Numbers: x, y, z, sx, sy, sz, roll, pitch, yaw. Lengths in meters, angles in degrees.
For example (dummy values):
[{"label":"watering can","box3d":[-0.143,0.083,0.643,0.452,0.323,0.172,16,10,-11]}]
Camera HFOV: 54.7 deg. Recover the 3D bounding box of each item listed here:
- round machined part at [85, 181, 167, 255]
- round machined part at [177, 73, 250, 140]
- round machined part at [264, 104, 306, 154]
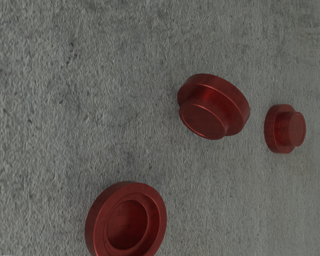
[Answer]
[{"label":"round machined part","box3d":[-0.042,0.110,0.358,0.099,0.042,0.097,0,90,-40]},{"label":"round machined part","box3d":[0.064,-0.021,0.411,0.098,0.098,0.042,51,60,-28]},{"label":"round machined part","box3d":[0.247,0.002,0.601,0.099,0.042,0.097,0,90,-40]}]
